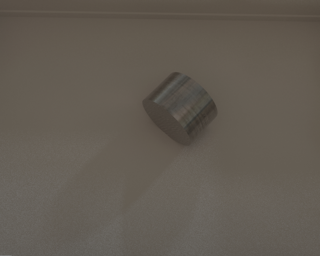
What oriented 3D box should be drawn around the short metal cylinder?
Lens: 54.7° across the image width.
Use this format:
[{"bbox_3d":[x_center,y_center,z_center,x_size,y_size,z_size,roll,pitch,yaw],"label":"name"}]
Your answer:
[{"bbox_3d":[0.024,-0.023,0.389,0.080,0.080,0.050,41,75,13],"label":"short metal cylinder"}]
